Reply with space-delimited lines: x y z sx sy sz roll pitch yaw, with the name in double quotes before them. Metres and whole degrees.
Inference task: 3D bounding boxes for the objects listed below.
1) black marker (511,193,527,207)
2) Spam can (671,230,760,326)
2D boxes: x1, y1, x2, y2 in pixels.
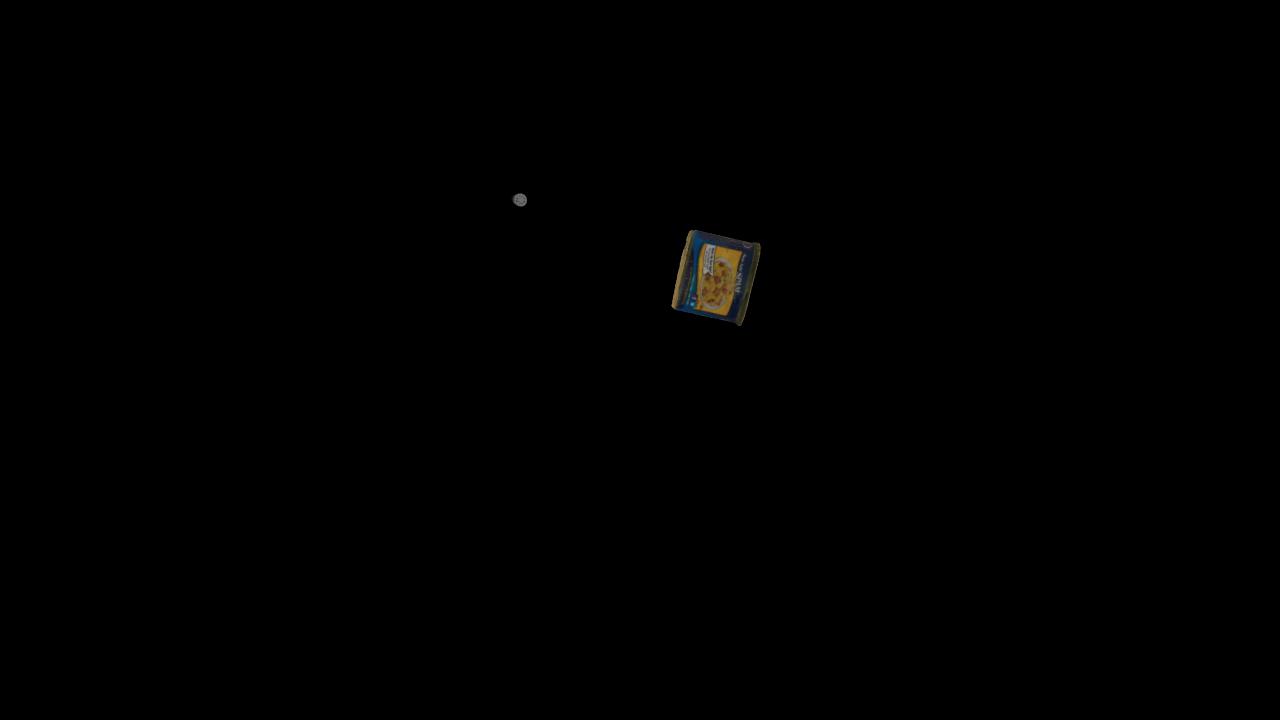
"black marker" -0.189 -0.250 0.960 0.020 0.020 0.121 0 15 -14
"Spam can" 0.090 -0.100 0.743 0.085 0.101 0.058 11 10 -4
